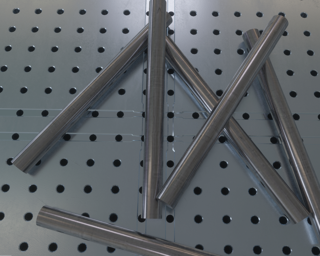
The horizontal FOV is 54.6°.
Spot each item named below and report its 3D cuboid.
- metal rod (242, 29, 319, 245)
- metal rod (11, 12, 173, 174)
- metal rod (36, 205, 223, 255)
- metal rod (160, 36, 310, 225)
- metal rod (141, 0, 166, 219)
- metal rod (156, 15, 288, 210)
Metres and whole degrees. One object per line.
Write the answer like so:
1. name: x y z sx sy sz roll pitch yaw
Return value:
1. metal rod: 0.168 -0.003 0.413 0.025 0.025 0.299 -12 70 -4
2. metal rod: -0.085 -0.060 0.433 0.025 0.025 0.301 37 74 12
3. metal rod: 0.003 0.142 0.359 0.301 0.025 0.025 14 71 5
4. metal rod: 0.087 -0.009 0.415 0.025 0.025 0.299 -32 73 -11
5. metal rod: -0.007 -0.036 0.410 0.025 0.025 0.299 1 75 0
6. metal rod: 0.088 -0.032 0.396 0.025 0.025 0.300 32 73 11
